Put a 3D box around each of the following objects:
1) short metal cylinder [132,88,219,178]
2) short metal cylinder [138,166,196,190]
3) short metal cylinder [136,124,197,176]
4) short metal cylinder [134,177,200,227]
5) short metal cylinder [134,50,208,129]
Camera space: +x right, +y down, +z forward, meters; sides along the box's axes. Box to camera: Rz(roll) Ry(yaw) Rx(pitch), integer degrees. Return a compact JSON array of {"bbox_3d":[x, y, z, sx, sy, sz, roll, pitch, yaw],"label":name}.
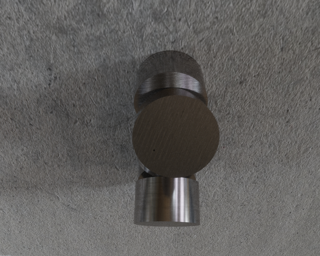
[{"bbox_3d":[0.014,0.003,0.310,0.081,0.050,0.079,0,105,-1],"label":"short metal cylinder"},{"bbox_3d":[0.010,0.061,0.444,0.081,0.050,0.079,0,130,0],"label":"short metal cylinder"},{"bbox_3d":[0.011,0.017,0.388,0.081,0.080,0.050,1,130,-1],"label":"short metal cylinder"},{"bbox_3d":[0.009,0.094,0.385,0.080,0.050,0.080,1,158,1],"label":"short metal cylinder"},{"bbox_3d":[0.012,-0.042,0.357,0.081,0.050,0.079,0,130,0],"label":"short metal cylinder"}]
